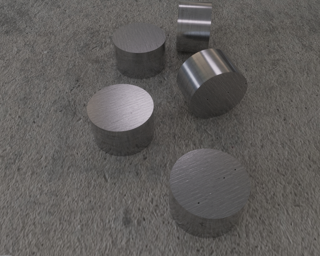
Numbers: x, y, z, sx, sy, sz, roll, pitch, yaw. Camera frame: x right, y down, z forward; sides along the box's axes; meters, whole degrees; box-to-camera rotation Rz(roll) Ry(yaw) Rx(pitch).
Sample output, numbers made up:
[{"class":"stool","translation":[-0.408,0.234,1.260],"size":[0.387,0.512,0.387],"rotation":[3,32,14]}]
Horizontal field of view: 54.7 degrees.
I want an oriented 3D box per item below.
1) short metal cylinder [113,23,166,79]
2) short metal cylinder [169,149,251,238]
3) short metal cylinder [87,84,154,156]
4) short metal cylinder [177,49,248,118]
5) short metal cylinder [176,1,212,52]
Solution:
[{"class":"short metal cylinder","translation":[-0.031,-0.123,0.490],"size":[0.080,0.050,0.080],"rotation":[0,50,0]},{"class":"short metal cylinder","translation":[0.050,0.069,0.329],"size":[0.080,0.050,0.080],"rotation":[0,50,0]},{"class":"short metal cylinder","translation":[-0.048,-0.011,0.396],"size":[0.080,0.050,0.080],"rotation":[0,50,0]},{"class":"short metal cylinder","translation":[0.069,-0.059,0.417],"size":[0.081,0.080,0.050],"rotation":[-14,52,-12]},{"class":"short metal cylinder","translation":[0.055,-0.165,0.506],"size":[0.050,0.080,0.080],"rotation":[4,50,4]}]
